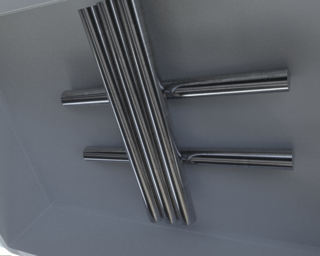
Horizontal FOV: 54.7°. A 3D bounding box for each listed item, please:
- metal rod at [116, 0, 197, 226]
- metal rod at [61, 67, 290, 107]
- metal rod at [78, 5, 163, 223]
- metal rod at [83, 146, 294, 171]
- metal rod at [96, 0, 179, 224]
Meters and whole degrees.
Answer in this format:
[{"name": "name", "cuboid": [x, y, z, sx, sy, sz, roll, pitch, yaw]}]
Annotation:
[{"name": "metal rod", "cuboid": [0.003, -0.004, 0.369, 0.025, 0.025, 0.298, -1, 118, 29]}, {"name": "metal rod", "cuboid": [-0.003, -0.046, 0.381, 0.300, 0.025, 0.025, -1, 118, 28]}, {"name": "metal rod", "cuboid": [-0.040, 0.000, 0.395, 0.025, 0.025, 0.298, -1, 118, 29]}, {"name": "metal rod", "cuboid": [0.018, 0.038, 0.421, 0.300, 0.025, 0.025, -1, 118, 28]}, {"name": "metal rod", "cuboid": [-0.018, -0.002, 0.382, 0.025, 0.025, 0.298, -1, 118, 29]}]
